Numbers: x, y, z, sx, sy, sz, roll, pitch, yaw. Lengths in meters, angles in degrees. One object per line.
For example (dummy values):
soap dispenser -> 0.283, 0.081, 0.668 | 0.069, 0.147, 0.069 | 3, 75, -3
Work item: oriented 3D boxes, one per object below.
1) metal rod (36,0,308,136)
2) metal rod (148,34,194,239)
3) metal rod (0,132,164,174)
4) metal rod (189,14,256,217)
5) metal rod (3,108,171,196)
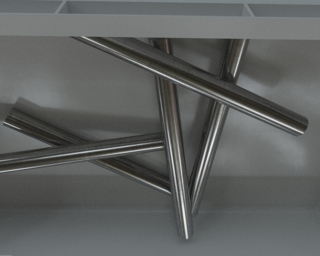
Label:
metal rod -> 0.027, -0.055, 0.322 | 0.302, 0.025, 0.025 | 21, 127, -14
metal rod -> 0.019, 0.032, 0.401 | 0.025, 0.025, 0.298 | -6, 120, 5
metal rod -> -0.126, 0.035, 0.402 | 0.302, 0.025, 0.025 | -8, 131, -8
metal rod -> 0.066, 0.008, 0.399 | 0.025, 0.025, 0.298 | 6, 125, -5
metal rod -> -0.070, 0.050, 0.450 | 0.301, 0.025, 0.025 | 27, 125, -22
